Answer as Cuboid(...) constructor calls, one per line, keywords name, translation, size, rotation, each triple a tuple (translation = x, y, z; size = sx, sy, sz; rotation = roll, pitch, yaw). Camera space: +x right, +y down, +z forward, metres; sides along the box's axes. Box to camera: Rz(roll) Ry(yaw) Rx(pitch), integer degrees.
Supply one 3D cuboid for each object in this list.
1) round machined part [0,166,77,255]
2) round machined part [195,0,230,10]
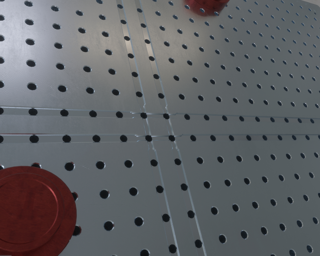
Cuboid(name="round machined part", translation=(-0.125, 0.080, 0.281), size=(0.099, 0.042, 0.098), rotation=(13, 56, -21))
Cuboid(name="round machined part", translation=(0.104, -0.291, 0.630), size=(0.099, 0.042, 0.098), rotation=(13, 56, -21))
